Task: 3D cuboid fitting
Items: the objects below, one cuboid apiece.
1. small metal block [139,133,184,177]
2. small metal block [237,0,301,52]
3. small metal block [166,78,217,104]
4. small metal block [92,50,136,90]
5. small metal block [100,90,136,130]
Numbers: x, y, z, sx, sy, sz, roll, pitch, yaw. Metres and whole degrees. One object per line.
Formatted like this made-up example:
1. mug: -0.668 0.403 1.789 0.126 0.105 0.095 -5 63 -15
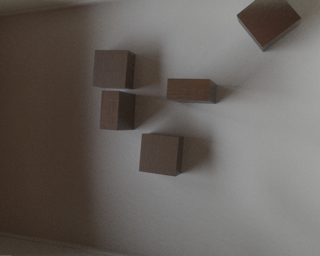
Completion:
1. small metal block: 0.002 0.034 0.409 0.050 0.025 0.050 5 92 19
2. small metal block: 0.128 -0.127 0.365 0.050 0.025 0.050 -37 79 16
3. small metal block: 0.040 -0.045 0.382 0.050 0.050 0.025 4 92 19
4. small metal block: -0.064 -0.081 0.432 0.050 0.025 0.050 5 92 19
5. small metal block: -0.056 -0.023 0.416 0.025 0.050 0.050 4 91 20
